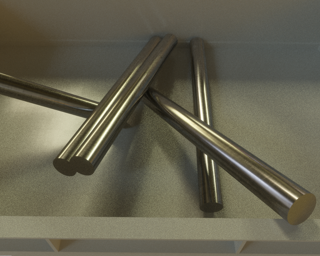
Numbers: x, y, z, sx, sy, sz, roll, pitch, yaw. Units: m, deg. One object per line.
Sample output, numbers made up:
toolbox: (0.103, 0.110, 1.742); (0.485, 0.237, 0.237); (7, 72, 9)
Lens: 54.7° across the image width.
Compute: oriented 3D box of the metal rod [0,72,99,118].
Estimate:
metal rod: (-0.183, -0.051, 0.360); (0.302, 0.025, 0.025); (16, 46, -22)

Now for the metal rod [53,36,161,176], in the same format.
metal rod: (-0.050, -0.053, 0.414); (0.025, 0.025, 0.301); (14, 41, 11)

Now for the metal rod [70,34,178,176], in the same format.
metal rod: (-0.028, -0.054, 0.400); (0.025, 0.025, 0.301); (14, 41, 11)

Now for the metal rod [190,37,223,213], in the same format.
metal rod: (0.059, -0.029, 0.430); (0.025, 0.025, 0.300); (1, 50, 1)

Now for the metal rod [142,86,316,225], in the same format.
metal rod: (0.033, -0.001, 0.330); (0.025, 0.025, 0.300); (-21, 29, -17)
